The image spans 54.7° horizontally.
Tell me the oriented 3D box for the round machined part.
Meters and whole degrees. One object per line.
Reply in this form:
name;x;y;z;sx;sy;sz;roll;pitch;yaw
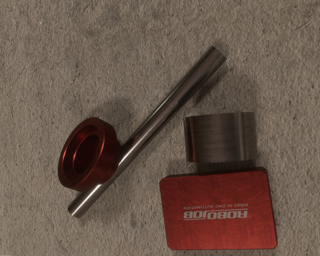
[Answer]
round machined part;-0.090;0.038;0.414;0.098;0.042;0.098;-25;50;34

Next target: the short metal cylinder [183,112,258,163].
short metal cylinder;0.069;0.010;0.355;0.080;0.080;0.050;-4;89;19

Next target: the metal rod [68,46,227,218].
metal rod;-0.025;0.014;0.416;0.025;0.025;0.299;46;104;14

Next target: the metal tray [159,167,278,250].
metal tray;0.070;0.100;0.381;0.130;0.030;0.089;-8;87;19
